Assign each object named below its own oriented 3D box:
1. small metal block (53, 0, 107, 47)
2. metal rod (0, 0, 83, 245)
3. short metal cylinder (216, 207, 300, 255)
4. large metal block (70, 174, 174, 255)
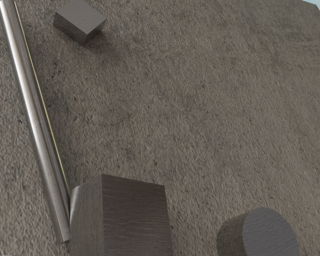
[{"bbox_3d":[-0.112,-0.150,0.436,0.050,0.025,0.050,36,51,-5],"label":"small metal block"},{"bbox_3d":[-0.139,-0.024,0.343,0.025,0.025,0.299,-10,67,-33],"label":"metal rod"},{"bbox_3d":[0.115,0.140,0.366,0.081,0.050,0.080,14,56,-21],"label":"short metal cylinder"},{"bbox_3d":[-0.036,0.095,0.295,0.080,0.050,0.080,20,51,-42],"label":"large metal block"}]
